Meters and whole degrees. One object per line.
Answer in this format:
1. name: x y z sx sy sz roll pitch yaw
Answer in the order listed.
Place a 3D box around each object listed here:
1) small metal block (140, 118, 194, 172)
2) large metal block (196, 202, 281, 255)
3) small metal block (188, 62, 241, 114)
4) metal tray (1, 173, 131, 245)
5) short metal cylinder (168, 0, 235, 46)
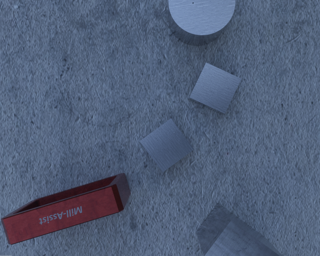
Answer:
1. small metal block: 0.009 0.022 0.410 0.050 0.025 0.050 -36 90 0
2. large metal block: 0.096 0.146 0.383 0.080 0.080 0.050 36 90 0
3. small metal block: 0.071 -0.051 0.410 0.050 0.025 0.050 25 90 0
4. metal tray: -0.106 0.093 0.376 0.131 0.090 0.030 -17 90 0
5. short metal cylinder: 0.050 -0.152 0.398 0.081 0.050 0.079 0 90 0
